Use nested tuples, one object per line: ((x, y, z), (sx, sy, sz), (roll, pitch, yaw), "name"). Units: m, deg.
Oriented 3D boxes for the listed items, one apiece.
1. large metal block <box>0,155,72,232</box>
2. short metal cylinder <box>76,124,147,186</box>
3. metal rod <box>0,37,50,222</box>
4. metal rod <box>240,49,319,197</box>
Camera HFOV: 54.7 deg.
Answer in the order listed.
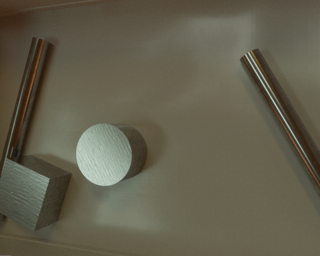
((-0.190, 0.094, 0.462), (0.080, 0.050, 0.080), (20, 97, 18), "large metal block")
((-0.064, 0.034, 0.419), (0.080, 0.050, 0.079), (0, 90, 19), "short metal cylinder")
((-0.225, 0.007, 0.487), (0.025, 0.025, 0.298), (19, 96, 18), "metal rod")
((0.175, 0.043, 0.348), (0.025, 0.025, 0.299), (-30, 81, 17), "metal rod")
